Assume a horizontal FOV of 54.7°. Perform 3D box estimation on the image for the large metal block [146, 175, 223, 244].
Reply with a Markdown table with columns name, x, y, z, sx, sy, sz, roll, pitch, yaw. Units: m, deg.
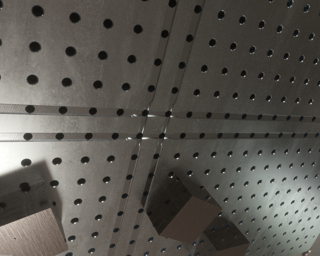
| name | x | y | z | sx | sy | sz | roll | pitch | yaw |
| --- | --- | --- | --- | --- | --- | --- | --- | --- | --- |
| large metal block | 0.040 | 0.134 | 0.502 | 0.080 | 0.050 | 0.080 | 31 | 101 | -38 |

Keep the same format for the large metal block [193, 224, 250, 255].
| name | x | y | z | sx | sy | sz | roll | pitch | yaw |
| --- | --- | --- | --- | --- | --- | --- | --- | --- | --- |
| large metal block | 0.120 | 0.246 | 0.616 | 0.081 | 0.050 | 0.079 | -1 | 119 | -29 |

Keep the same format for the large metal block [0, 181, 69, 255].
| name | x | y | z | sx | sy | sz | roll | pitch | yaw |
| --- | --- | --- | --- | --- | --- | --- | --- | --- | --- |
| large metal block | -0.168 | 0.124 | 0.381 | 0.081 | 0.050 | 0.079 | -19 | 126 | -18 |
